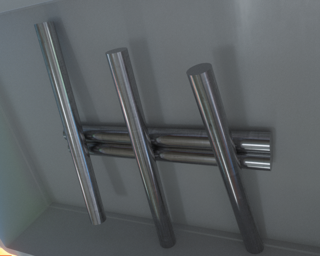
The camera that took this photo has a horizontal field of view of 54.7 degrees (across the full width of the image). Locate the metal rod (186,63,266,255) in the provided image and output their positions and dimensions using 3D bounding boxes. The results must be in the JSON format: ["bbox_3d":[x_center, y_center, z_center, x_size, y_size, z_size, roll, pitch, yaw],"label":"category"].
[{"bbox_3d":[0.088,0.063,0.370,0.025,0.025,0.299,-4,125,30],"label":"metal rod"}]

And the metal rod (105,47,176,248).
[{"bbox_3d":[-0.018,0.044,0.410,0.025,0.025,0.298,1,119,27],"label":"metal rod"}]

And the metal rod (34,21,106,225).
[{"bbox_3d":[-0.123,0.005,0.442,0.025,0.025,0.298,-1,110,28],"label":"metal rod"}]

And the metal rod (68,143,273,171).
[{"bbox_3d":[-0.004,0.033,0.429,0.301,0.025,0.025,2,119,26],"label":"metal rod"}]

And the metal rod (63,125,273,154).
[{"bbox_3d":[-0.008,0.012,0.418,0.301,0.025,0.025,2,119,26],"label":"metal rod"}]
